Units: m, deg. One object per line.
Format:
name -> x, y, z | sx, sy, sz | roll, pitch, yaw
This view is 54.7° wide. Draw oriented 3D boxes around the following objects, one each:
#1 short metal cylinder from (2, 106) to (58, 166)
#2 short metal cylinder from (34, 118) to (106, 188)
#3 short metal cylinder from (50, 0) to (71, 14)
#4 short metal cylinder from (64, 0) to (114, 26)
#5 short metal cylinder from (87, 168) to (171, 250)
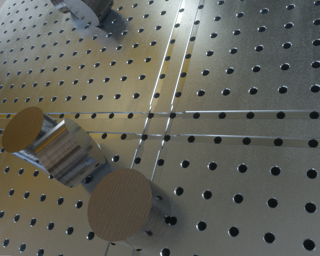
short metal cylinder -> -0.198, 0.013, 0.488 | 0.080, 0.050, 0.080 | -13, 56, 21
short metal cylinder -> -0.119, 0.033, 0.415 | 0.050, 0.080, 0.080 | -40, 51, 1
short metal cylinder -> -0.195, -0.290, 0.653 | 0.050, 0.080, 0.080 | -14, 56, 20
short metal cylinder -> -0.137, -0.243, 0.594 | 0.080, 0.080, 0.050 | 23, 74, 36
short metal cylinder -> -0.034, 0.092, 0.353 | 0.080, 0.050, 0.080 | -13, 56, 21
